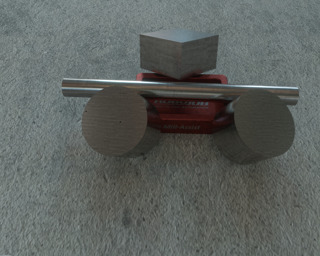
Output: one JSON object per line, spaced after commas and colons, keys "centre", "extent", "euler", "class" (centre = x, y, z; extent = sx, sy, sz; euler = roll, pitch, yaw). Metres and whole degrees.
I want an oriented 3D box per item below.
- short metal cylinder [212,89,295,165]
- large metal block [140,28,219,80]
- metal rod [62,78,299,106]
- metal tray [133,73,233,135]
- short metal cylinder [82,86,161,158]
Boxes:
{"centre": [0.110, 0.000, 0.368], "extent": [0.081, 0.050, 0.080], "euler": [6, 72, -18], "class": "short metal cylinder"}
{"centre": [0.028, -0.112, 0.455], "extent": [0.080, 0.050, 0.081], "euler": [24, 36, 39], "class": "large metal block"}
{"centre": [0.025, -0.048, 0.406], "extent": [0.302, 0.025, 0.025], "euler": [2, 50, 2], "class": "metal rod"}
{"centre": [0.030, -0.036, 0.432], "extent": [0.131, 0.030, 0.090], "euler": [2, 50, 1], "class": "metal tray"}
{"centre": [-0.044, -0.005, 0.369], "extent": [0.080, 0.050, 0.080], "euler": [-3, 81, 17], "class": "short metal cylinder"}
